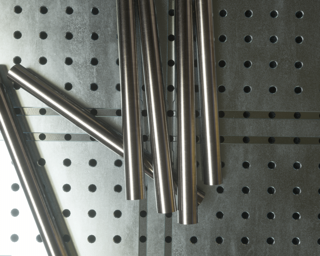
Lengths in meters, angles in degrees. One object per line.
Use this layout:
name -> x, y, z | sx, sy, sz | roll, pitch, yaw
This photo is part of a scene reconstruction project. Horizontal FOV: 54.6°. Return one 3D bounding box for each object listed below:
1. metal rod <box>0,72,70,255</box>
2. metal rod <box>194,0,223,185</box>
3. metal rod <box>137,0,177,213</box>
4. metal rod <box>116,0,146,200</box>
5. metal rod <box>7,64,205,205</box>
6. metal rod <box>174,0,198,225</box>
metal rod -> -0.178, 0.055, 0.412 | 0.025, 0.025, 0.299 | -21, 90, 0
metal rod -> 0.063, -0.075, 0.413 | 0.025, 0.025, 0.298 | -3, 90, 0
metal rod -> -0.006, -0.045, 0.398 | 0.025, 0.025, 0.299 | -6, 84, 0
metal rod -> -0.039, -0.061, 0.397 | 0.025, 0.025, 0.299 | -4, 84, 0
metal rod -> -0.070, 0.011, 0.412 | 0.301, 0.025, 0.025 | 35, 90, 0
metal rod -> 0.033, -0.032, 0.398 | 0.025, 0.025, 0.299 | -1, 84, 0
